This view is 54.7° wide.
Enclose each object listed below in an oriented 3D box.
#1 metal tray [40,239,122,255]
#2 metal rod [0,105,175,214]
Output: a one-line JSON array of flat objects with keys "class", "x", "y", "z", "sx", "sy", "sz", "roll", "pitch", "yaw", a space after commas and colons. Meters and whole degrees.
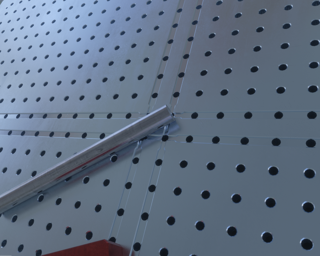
[{"class": "metal tray", "x": -0.105, "y": 0.185, "z": 0.345, "sx": 0.130, "sy": 0.030, "sz": 0.090, "roll": -19, "pitch": 54, "yaw": 16}, {"class": "metal rod", "x": -0.117, "y": 0.049, "z": 0.437, "sx": 0.301, "sy": 0.025, "sz": 0.025, "roll": -28, "pitch": 52, "yaw": 10}]
